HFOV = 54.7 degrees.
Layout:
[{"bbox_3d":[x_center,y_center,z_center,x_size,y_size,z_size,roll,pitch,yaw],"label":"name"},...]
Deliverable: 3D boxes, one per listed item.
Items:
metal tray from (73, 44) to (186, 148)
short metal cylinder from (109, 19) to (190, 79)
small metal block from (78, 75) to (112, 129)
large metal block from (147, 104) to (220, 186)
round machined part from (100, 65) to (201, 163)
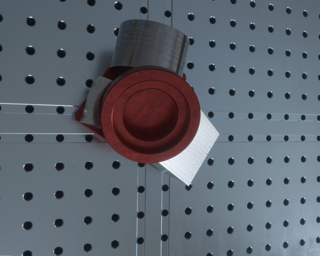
[{"bbox_3d":[-0.037,-0.040,0.398,0.090,0.030,0.130,36,78,-17],"label":"metal tray"},{"bbox_3d":[-0.011,-0.080,0.348,0.081,0.080,0.050,14,85,-20],"label":"short metal cylinder"},{"bbox_3d":[-0.067,-0.026,0.342,0.025,0.050,0.050,21,83,-19],"label":"small metal block"},{"bbox_3d":[0.020,0.015,0.389,0.080,0.050,0.080,-58,138,-11],"label":"large metal block"},{"bbox_3d":[-0.011,-0.016,0.321,0.099,0.042,0.097,-3,110,-8],"label":"round machined part"}]
